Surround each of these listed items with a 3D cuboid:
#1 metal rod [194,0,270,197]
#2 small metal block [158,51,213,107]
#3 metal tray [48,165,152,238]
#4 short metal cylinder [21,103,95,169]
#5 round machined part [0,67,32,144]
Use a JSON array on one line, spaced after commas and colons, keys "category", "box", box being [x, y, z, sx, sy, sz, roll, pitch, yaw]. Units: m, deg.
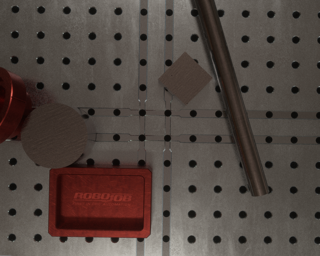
[{"category": "metal rod", "box": [0.093, -0.056, 0.414, 0.025, 0.025, 0.298, -16, 90, 0]}, {"category": "small metal block", "box": [0.033, -0.064, 0.414, 0.050, 0.025, 0.050, 44, 90, -1]}, {"category": "metal tray", "box": [-0.076, 0.095, 0.409, 0.131, 0.030, 0.089, 1, 90, -1]}, {"category": "short metal cylinder", "box": [-0.128, 0.009, 0.399, 0.081, 0.050, 0.079, 0, 90, -1]}, {"category": "round machined part", "box": [-0.201, -0.024, 0.388, 0.098, 0.042, 0.098, -8, 71, 26]}]
